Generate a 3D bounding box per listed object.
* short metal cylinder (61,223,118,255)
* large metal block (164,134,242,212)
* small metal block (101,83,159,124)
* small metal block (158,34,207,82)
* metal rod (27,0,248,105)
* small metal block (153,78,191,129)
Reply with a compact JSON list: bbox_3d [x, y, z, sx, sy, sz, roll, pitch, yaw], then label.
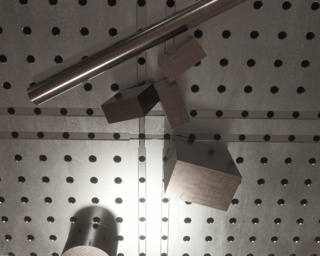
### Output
[{"bbox_3d":[-0.107,0.193,0.470,0.081,0.050,0.079,0,110,-1],"label":"short metal cylinder"},{"bbox_3d":[0.051,0.056,0.405,0.080,0.080,0.050,16,109,-6],"label":"large metal block"},{"bbox_3d":[-0.035,-0.031,0.381,0.050,0.050,0.025,-10,111,26],"label":"small metal block"},{"bbox_3d":[0.025,-0.084,0.369,0.050,0.050,0.025,-36,107,12],"label":"small metal block"},{"bbox_3d":[-0.026,-0.103,0.375,0.301,0.025,0.025,-25,109,8],"label":"metal rod"},{"bbox_3d":[0.014,-0.033,0.387,0.025,0.050,0.050,-21,109,-1],"label":"small metal block"}]
